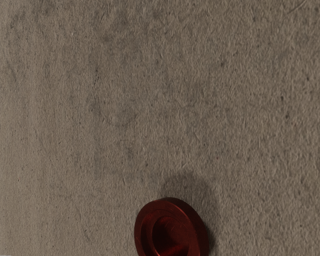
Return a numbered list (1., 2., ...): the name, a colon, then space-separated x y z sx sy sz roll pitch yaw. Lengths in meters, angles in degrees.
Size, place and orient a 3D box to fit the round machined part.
1. round machined part: 0.018 0.133 0.377 0.098 0.042 0.097 0 90 39
